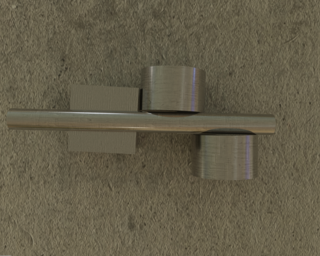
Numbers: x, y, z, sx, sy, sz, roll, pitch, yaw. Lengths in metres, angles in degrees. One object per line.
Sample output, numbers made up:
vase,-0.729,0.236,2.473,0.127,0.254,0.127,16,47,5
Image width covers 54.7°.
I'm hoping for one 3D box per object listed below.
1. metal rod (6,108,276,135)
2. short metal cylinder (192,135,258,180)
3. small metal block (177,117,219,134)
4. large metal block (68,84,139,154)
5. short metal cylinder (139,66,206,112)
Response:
metal rod,-0.020,-0.007,0.360,0.302,0.025,0.025,1,90,-2
short metal cylinder,0.080,0.033,0.384,0.081,0.080,0.050,0,90,-1
small metal block,0.046,-0.005,0.398,0.050,0.050,0.025,1,90,-1
large metal block,-0.068,-0.011,0.395,0.081,0.050,0.079,3,90,-1
short metal cylinder,0.016,-0.045,0.385,0.081,0.080,0.050,2,90,-1
